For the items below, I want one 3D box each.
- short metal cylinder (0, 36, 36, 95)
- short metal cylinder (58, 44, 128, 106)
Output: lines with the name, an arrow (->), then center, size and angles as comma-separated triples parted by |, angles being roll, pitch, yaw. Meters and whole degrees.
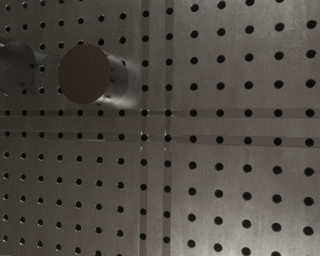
short metal cylinder -> -0.235, -0.095, 0.464 | 0.050, 0.080, 0.080 | 18, 96, 19
short metal cylinder -> -0.092, -0.071, 0.430 | 0.080, 0.050, 0.079 | 0, 90, 19
